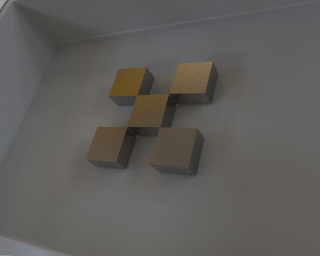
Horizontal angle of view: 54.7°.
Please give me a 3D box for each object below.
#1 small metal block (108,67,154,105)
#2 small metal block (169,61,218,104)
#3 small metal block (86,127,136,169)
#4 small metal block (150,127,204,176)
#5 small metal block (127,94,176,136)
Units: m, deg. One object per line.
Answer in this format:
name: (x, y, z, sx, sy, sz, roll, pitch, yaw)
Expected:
small metal block: (-0.042, -0.062, 0.464, 0.050, 0.025, 0.050, 2, 62, 29)
small metal block: (0.046, -0.060, 0.416, 0.050, 0.025, 0.050, 3, 63, 29)
small metal block: (-0.066, 0.026, 0.422, 0.050, 0.025, 0.050, 1, 62, 28)
small metal block: (0.021, 0.027, 0.375, 0.050, 0.025, 0.050, 2, 62, 29)
small metal block: (-0.011, -0.017, 0.419, 0.050, 0.025, 0.050, 1, 62, 28)
